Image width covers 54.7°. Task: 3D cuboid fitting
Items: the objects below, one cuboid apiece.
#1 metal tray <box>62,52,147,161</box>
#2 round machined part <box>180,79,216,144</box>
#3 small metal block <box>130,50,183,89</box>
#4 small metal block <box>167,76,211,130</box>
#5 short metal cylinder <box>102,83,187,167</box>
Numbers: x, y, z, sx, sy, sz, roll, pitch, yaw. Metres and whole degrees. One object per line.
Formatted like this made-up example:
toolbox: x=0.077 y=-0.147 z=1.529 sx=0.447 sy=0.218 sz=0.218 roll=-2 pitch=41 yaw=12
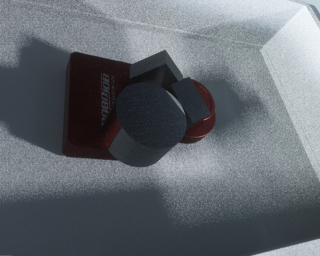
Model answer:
metal tray: x=-0.068 y=-0.027 z=0.378 sx=0.091 sy=0.030 sz=0.130 roll=8 pitch=58 yaw=-25
round machined part: x=0.037 y=-0.031 z=0.432 sx=0.099 sy=0.042 sz=0.098 roll=14 pitch=56 yaw=-21
small metal block: x=-0.003 y=-0.065 z=0.394 sx=0.050 sy=0.050 sz=0.025 roll=47 pitch=32 yaw=-46
small metal block: x=0.030 y=-0.026 z=0.371 sx=0.025 sy=0.050 sz=0.050 roll=-27 pitch=83 yaw=-18
short metal cylinder: x=-0.018 y=-0.003 z=0.342 sx=0.081 sy=0.050 sz=0.080 roll=14 pitch=56 yaw=-21
